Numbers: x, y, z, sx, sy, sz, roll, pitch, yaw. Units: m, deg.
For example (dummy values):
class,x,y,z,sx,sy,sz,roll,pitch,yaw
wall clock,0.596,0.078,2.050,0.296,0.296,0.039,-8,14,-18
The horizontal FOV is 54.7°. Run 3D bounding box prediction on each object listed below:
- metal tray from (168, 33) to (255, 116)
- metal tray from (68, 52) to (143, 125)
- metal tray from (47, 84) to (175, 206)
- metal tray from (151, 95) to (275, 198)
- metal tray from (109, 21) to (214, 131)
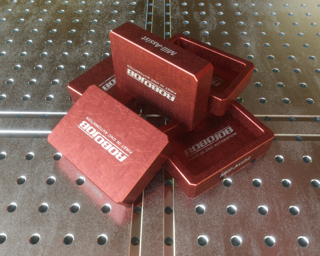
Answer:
class,x,y,z,sx,sy,sz,roll,pitch,yaw
metal tray,0.052,-0.079,0.432,0.130,0.030,0.090,29,56,22
metal tray,-0.056,-0.068,0.460,0.090,0.030,0.131,32,56,23
metal tray,-0.059,0.017,0.365,0.130,0.030,0.090,35,83,25
metal tray,0.064,0.017,0.389,0.131,0.030,0.090,-27,55,-21
metal tray,-0.002,-0.063,0.378,0.130,0.089,0.030,33,58,24
